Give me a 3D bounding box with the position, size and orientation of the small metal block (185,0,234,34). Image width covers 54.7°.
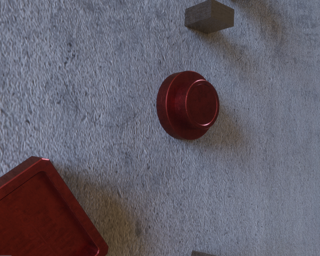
[{"bbox_3d":[0.072,-0.161,0.451,0.050,0.050,0.025,3,88,-40],"label":"small metal block"}]

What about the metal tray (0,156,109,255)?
[{"bbox_3d":[-0.119,0.104,0.302,0.090,0.030,0.129,-40,115,-33],"label":"metal tray"}]

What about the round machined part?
[{"bbox_3d":[0.046,-0.032,0.434,0.099,0.042,0.097,0,90,-40],"label":"round machined part"}]

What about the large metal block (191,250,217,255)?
[{"bbox_3d":[0.095,0.222,0.452,0.080,0.080,0.050,29,72,-37],"label":"large metal block"}]
